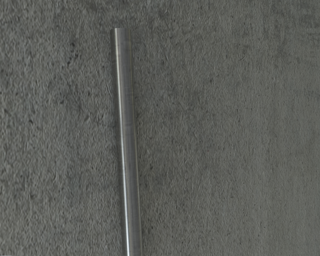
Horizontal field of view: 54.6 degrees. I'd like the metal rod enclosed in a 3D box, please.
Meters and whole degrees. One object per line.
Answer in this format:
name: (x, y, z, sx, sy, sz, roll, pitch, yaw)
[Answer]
metal rod: (-0.039, 0.035, 0.371, 0.025, 0.025, 0.298, -5, 93, -40)
